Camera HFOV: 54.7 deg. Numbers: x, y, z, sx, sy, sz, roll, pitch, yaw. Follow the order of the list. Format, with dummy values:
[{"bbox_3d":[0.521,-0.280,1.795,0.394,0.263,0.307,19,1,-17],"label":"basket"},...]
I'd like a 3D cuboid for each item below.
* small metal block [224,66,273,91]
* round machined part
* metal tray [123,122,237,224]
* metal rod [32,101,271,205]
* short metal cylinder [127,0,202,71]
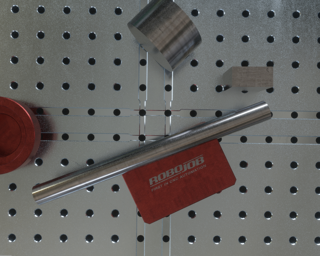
[{"bbox_3d":[0.113,-0.063,0.402,0.050,0.050,0.025,0,90,-1],"label":"small metal block"},{"bbox_3d":[-0.204,0.009,0.402,0.099,0.042,0.097,0,90,-1],"label":"round machined part"},{"bbox_3d":[0.022,0.058,0.411,0.131,0.030,0.090,-25,90,-1],"label":"metal tray"},{"bbox_3d":[-0.009,0.030,0.382,0.301,0.025,0.025,-20,90,-1],"label":"metal rod"},{"bbox_3d":[0.006,-0.117,0.386,0.050,0.080,0.080,-45,91,0],"label":"short metal cylinder"}]
